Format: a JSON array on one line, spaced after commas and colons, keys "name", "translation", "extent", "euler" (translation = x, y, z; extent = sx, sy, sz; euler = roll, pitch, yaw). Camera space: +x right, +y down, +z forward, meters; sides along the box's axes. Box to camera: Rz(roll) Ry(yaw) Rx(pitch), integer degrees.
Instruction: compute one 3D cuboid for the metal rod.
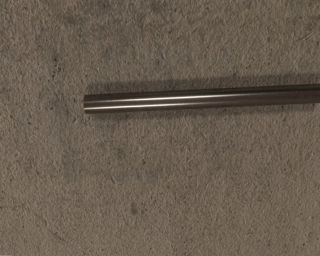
[{"name": "metal rod", "translation": [0.056, -0.037, 0.396], "extent": [0.302, 0.025, 0.025], "euler": [-3, 110, 0]}]
